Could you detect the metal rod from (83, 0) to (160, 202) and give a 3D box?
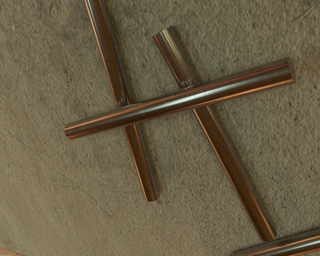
[{"bbox_3d":[-0.045,-0.025,0.414,0.025,0.025,0.298,0,119,28],"label":"metal rod"}]

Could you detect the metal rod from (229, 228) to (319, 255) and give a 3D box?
[{"bbox_3d":[0.206,0.135,0.381,0.025,0.025,0.299,48,129,-6],"label":"metal rod"}]

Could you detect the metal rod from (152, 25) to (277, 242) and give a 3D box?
[{"bbox_3d":[0.074,0.019,0.379,0.025,0.025,0.299,-19,109,35],"label":"metal rod"}]

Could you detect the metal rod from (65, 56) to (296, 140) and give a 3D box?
[{"bbox_3d":[-0.004,-0.024,0.360,0.300,0.025,0.025,-13,112,33],"label":"metal rod"}]
